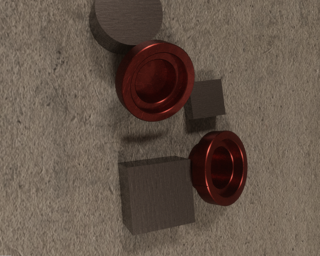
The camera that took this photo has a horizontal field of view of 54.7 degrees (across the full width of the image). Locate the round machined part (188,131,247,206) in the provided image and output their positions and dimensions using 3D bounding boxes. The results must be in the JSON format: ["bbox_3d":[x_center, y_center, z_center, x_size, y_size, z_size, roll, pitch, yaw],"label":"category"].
[{"bbox_3d":[0.074,0.053,0.416,0.099,0.042,0.097,3,86,-45],"label":"round machined part"}]

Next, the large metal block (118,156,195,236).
[{"bbox_3d":[-0.005,0.082,0.395,0.081,0.050,0.079,-5,92,-20],"label":"large metal block"}]

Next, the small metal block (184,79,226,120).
[{"bbox_3d":[0.060,-0.040,0.433,0.050,0.025,0.050,-9,93,-20],"label":"small metal block"}]

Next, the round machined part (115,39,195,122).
[{"bbox_3d":[-0.009,-0.060,0.384,0.099,0.042,0.097,-14,121,-25],"label":"round machined part"}]

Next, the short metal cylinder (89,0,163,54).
[{"bbox_3d":[-0.043,-0.136,0.380,0.081,0.050,0.079,0,90,-20],"label":"short metal cylinder"}]
